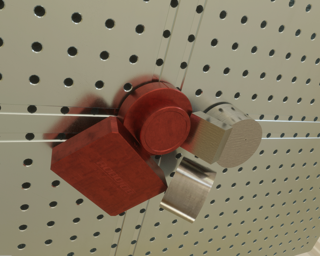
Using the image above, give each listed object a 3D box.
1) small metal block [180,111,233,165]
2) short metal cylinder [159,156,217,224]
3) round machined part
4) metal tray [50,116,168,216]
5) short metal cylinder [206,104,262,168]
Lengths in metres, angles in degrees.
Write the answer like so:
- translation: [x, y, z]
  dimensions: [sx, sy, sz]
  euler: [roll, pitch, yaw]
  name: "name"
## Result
- translation: [0.060, 0.012, 0.407]
  dimensions: [0.025, 0.050, 0.050]
  euler: [-15, 129, -55]
  name: "small metal block"
- translation: [0.040, 0.086, 0.438]
  dimensions: [0.050, 0.080, 0.079]
  euler: [26, 110, 8]
  name: "short metal cylinder"
- translation: [-0.001, -0.005, 0.391]
  dimensions: [0.099, 0.042, 0.097]
  euler: [-14, 124, -21]
  name: "round machined part"
- translation: [-0.059, 0.054, 0.389]
  dimensions: [0.090, 0.030, 0.130]
  euler: [-29, 130, 9]
  name: "metal tray"
- translation: [0.100, 0.011, 0.452]
  dimensions: [0.081, 0.050, 0.079]
  euler: [-14, 124, -21]
  name: "short metal cylinder"
